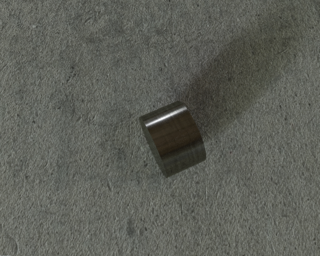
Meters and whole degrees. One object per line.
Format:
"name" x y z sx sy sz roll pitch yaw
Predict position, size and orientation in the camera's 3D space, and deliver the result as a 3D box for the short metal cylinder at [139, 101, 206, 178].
"short metal cylinder" 0.014 0.013 0.374 0.050 0.080 0.080 -24 72 -8
